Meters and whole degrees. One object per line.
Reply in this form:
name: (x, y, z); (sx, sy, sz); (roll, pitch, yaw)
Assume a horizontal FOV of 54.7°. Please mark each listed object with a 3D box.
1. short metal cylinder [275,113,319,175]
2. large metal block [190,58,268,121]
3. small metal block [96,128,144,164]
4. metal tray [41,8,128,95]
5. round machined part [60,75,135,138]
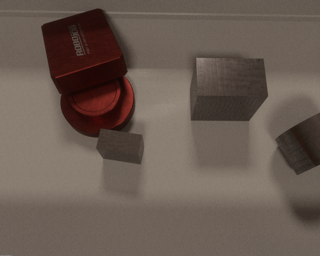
short metal cylinder: (0.191, 0.017, 0.377); (0.080, 0.080, 0.050); (-23, 72, -8)
large metal block: (0.083, -0.047, 0.399); (0.081, 0.080, 0.050); (0, 70, 0)
small metal block: (-0.048, 0.024, 0.387); (0.050, 0.050, 0.025); (9, 71, 3)
metal tray: (-0.106, -0.109, 0.422); (0.091, 0.030, 0.130); (-19, 51, -8)
round machined part: (-0.084, -0.040, 0.414); (0.099, 0.042, 0.098); (0, 70, -1)
